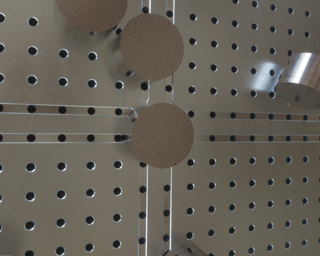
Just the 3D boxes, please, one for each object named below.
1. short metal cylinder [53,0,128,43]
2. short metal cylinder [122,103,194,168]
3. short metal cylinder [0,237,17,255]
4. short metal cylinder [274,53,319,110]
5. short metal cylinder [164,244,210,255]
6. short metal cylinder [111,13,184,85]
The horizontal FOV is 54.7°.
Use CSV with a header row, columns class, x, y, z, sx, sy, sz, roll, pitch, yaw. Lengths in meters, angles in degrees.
class,x,y,z,sx,sy,sz,roll,pitch,yaw
short metal cylinder,-0.084,-0.147,0.368,0.081,0.050,0.079,0,90,-20
short metal cylinder,-0.004,0.009,0.398,0.081,0.050,0.079,0,90,-20
short metal cylinder,-0.196,0.160,0.327,0.081,0.050,0.079,0,90,-20
short metal cylinder,0.221,-0.068,0.465,0.080,0.080,0.050,30,80,-18
short metal cylinder,0.042,0.205,0.415,0.081,0.050,0.079,0,90,-20
short metal cylinder,-0.017,-0.097,0.393,0.081,0.050,0.079,0,90,-20
